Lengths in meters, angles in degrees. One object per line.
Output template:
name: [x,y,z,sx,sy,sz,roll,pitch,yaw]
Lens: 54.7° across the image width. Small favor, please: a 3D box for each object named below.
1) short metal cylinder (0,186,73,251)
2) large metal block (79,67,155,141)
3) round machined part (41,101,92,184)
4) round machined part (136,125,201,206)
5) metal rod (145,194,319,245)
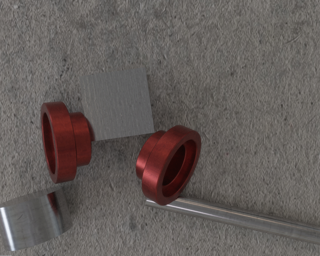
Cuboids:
short metal cylinder: [-0.154,0.108,0.381,0.080,0.080,0.050,-15,90,0]
large metal block: [-0.052,-0.028,0.397,0.080,0.050,0.080,-8,90,0]
round machined part: [-0.114,0.016,0.379,0.042,0.098,0.097,-8,90,-28]
round machined part: [0.008,0.041,0.380,0.042,0.098,0.098,24,90,28]
metal rod: [0.130,0.124,0.411,0.302,0.025,0.025,13,90,0]
